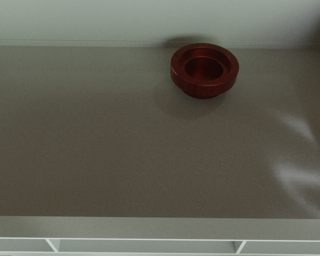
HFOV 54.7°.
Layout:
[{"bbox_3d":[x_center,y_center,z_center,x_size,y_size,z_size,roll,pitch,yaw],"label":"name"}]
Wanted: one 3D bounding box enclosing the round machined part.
[{"bbox_3d":[0.065,-0.081,0.463,0.099,0.042,0.098,0,50,0],"label":"round machined part"}]
